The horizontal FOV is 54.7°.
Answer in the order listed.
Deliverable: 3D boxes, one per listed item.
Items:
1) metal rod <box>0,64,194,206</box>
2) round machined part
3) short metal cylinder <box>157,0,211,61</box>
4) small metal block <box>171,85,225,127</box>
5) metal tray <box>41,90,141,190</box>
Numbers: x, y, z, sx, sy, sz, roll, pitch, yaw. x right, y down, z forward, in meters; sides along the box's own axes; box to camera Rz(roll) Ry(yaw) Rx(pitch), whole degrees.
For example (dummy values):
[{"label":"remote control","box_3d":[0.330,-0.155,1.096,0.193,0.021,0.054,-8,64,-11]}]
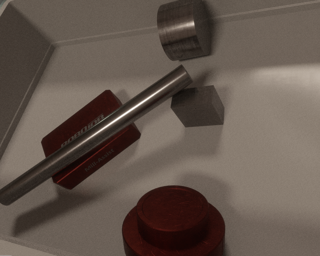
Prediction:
[{"label":"metal rod","box_3d":[-0.091,0.016,0.392,0.300,0.025,0.025,-33,52,13]},{"label":"round machined part","box_3d":[0.013,0.091,0.298,0.099,0.042,0.098,-3,23,1]},{"label":"short metal cylinder","box_3d":[0.036,-0.139,0.435,0.050,0.080,0.080,-6,59,25]},{"label":"small metal block","box_3d":[0.047,-0.025,0.379,0.050,0.050,0.025,-4,60,25]},{"label":"metal tray","box_3d":[-0.102,0.015,0.445,0.130,0.030,0.090,-37,51,3]}]
